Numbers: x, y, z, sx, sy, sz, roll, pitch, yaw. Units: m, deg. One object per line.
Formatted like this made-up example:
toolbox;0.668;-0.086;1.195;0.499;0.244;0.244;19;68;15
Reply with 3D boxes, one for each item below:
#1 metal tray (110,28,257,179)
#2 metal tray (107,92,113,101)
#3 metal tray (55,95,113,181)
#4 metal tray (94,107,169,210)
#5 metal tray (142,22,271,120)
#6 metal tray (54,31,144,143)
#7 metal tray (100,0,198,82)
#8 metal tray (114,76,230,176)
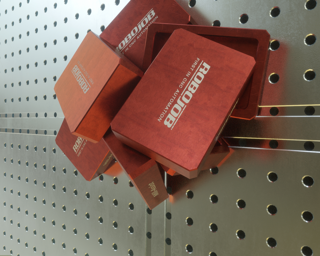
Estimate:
metal tray;0.025;-0.028;0.304;0.090;0.030;0.130;27;72;15
metal tray;-0.072;-0.049;0.466;0.090;0.030;0.129;46;117;30
metal tray;-0.103;0.010;0.463;0.090;0.030;0.129;47;131;12
metal tray;-0.033;0.040;0.377;0.030;0.130;0.090;-34;62;-11
metal tray;0.046;-0.063;0.340;0.130;0.030;0.089;10;97;19
metal tray;-0.077;-0.053;0.356;0.090;0.030;0.130;-54;37;10
metal tray;-0.026;-0.114;0.404;0.130;0.030;0.090;-43;65;15
metal tray;0.011;-0.008;0.360;0.130;0.091;0.030;52;121;28
